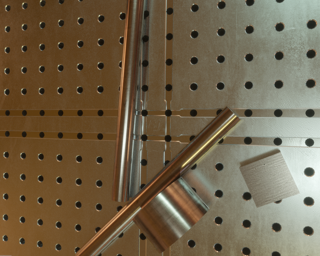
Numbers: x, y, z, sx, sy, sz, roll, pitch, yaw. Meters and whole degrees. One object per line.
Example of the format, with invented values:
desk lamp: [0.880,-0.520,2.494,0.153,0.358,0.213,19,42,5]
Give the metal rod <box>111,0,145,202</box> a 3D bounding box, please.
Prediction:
metal rod: [-0.043,-0.049,0.426,0.025,0.025,0.298,5,92,19]

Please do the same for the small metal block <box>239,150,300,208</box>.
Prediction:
small metal block: [0.129,0.060,0.367,0.050,0.025,0.050,-25,82,18]

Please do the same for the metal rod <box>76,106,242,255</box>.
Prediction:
metal rod: [-0.011,0.086,0.415,0.299,0.025,0.025,-46,76,14]

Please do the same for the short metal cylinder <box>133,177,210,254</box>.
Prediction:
short metal cylinder: [0.013,0.105,0.378,0.080,0.080,0.050,-45,76,14]
